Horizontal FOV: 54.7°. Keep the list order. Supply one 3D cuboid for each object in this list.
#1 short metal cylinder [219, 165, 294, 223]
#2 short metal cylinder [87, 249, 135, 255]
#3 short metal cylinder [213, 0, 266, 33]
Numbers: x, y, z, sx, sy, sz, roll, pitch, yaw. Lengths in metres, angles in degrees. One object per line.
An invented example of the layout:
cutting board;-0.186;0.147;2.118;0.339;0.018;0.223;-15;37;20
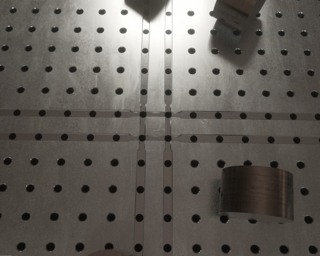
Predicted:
short metal cylinder;0.110;0.077;0.356;0.080;0.080;0.050;7;70;2
short metal cylinder;-0.055;0.173;0.334;0.081;0.050;0.080;0;70;0
short metal cylinder;0.121;-0.187;0.453;0.050;0.080;0.080;34;73;11
